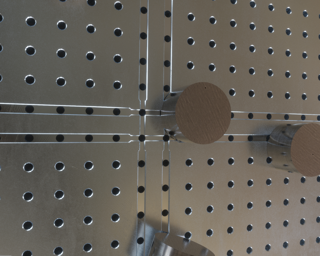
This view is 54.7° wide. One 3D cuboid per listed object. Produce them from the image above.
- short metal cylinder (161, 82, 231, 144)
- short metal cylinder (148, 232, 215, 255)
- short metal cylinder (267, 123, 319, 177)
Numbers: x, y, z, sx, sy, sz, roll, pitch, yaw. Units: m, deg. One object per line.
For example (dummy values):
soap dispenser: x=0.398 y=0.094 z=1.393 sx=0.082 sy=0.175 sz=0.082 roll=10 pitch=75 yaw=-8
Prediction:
short metal cylinder: x=0.048 y=-0.019 z=0.418 sx=0.081 sy=0.050 sz=0.079 roll=0 pitch=90 yaw=-21
short metal cylinder: x=0.024 y=0.173 z=0.394 sx=0.080 sy=0.080 sz=0.050 roll=21 pitch=83 yaw=-19
short metal cylinder: x=0.216 y=0.032 z=0.481 sx=0.081 sy=0.050 sz=0.079 roll=0 pitch=90 yaw=-21
